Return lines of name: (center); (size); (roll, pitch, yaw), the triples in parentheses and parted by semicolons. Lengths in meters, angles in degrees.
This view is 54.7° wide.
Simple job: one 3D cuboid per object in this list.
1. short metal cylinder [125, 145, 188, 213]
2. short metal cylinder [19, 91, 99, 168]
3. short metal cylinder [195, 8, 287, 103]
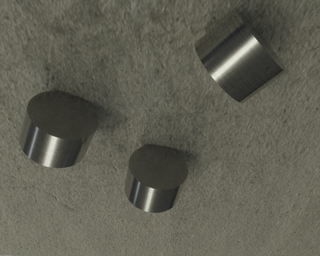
short metal cylinder: (-0.006, 0.069, 0.430); (0.081, 0.080, 0.050); (8, 130, -7)
short metal cylinder: (-0.120, 0.001, 0.370); (0.080, 0.080, 0.050); (20, 127, -16)
short metal cylinder: (0.081, -0.072, 0.311); (0.080, 0.080, 0.050); (36, 121, -27)
